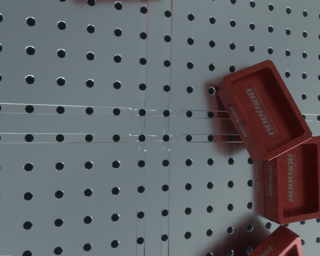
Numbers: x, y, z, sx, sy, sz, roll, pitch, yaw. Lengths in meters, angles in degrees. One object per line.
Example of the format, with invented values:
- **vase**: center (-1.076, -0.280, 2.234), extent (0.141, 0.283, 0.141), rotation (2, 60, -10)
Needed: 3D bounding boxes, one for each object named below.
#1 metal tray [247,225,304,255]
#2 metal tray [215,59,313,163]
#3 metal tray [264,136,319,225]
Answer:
- **metal tray**: center (0.154, 0.216, 0.452), extent (0.131, 0.030, 0.090), rotation (-35, 122, -17)
- **metal tray**: center (0.149, -0.025, 0.448), extent (0.091, 0.030, 0.130), rotation (-23, 82, -19)
- **metal tray**: center (0.212, 0.079, 0.490), extent (0.091, 0.030, 0.129), rotation (-2, 91, -21)
